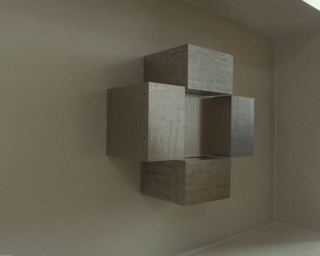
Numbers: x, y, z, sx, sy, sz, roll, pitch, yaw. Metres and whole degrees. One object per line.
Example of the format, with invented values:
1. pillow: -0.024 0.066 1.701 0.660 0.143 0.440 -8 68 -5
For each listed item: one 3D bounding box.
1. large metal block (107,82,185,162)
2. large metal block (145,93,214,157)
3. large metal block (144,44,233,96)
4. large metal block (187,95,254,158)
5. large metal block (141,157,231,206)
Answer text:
1. large metal block: -0.018 -0.006 0.354 0.050 0.080 0.080 1 90 -40
2. large metal block: 0.025 -0.003 0.408 0.081 0.050 0.080 1 90 -40
3. large metal block: 0.036 -0.068 0.398 0.081 0.080 0.050 1 90 -40
4. large metal block: 0.084 -0.002 0.440 0.050 0.080 0.080 1 90 -40
5. large metal block: 0.033 0.062 0.396 0.081 0.080 0.050 2 89 -40
